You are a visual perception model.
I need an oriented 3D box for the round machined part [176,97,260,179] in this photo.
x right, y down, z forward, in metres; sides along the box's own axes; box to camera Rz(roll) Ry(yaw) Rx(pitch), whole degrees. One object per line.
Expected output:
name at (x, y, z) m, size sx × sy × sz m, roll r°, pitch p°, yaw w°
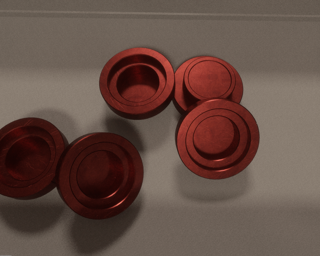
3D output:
round machined part at (0.068, 0.010, 0.383) m, size 0.099 × 0.042 × 0.097 m, roll -1°, pitch 102°, yaw -2°

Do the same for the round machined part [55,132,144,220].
round machined part at (-0.072, 0.053, 0.364) m, size 0.099 × 0.042 × 0.097 m, roll 0°, pitch 90°, yaw -29°

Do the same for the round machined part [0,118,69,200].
round machined part at (-0.158, 0.040, 0.381) m, size 0.099 × 0.042 × 0.098 m, roll -1°, pitch 68°, yaw 4°

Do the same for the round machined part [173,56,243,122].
round machined part at (0.065, -0.057, 0.422) m, size 0.099 × 0.042 × 0.098 m, roll 0°, pitch 70°, yaw -1°

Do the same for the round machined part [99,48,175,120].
round machined part at (-0.028, -0.056, 0.418) m, size 0.099 × 0.042 × 0.098 m, roll -1°, pitch 70°, yaw 4°
